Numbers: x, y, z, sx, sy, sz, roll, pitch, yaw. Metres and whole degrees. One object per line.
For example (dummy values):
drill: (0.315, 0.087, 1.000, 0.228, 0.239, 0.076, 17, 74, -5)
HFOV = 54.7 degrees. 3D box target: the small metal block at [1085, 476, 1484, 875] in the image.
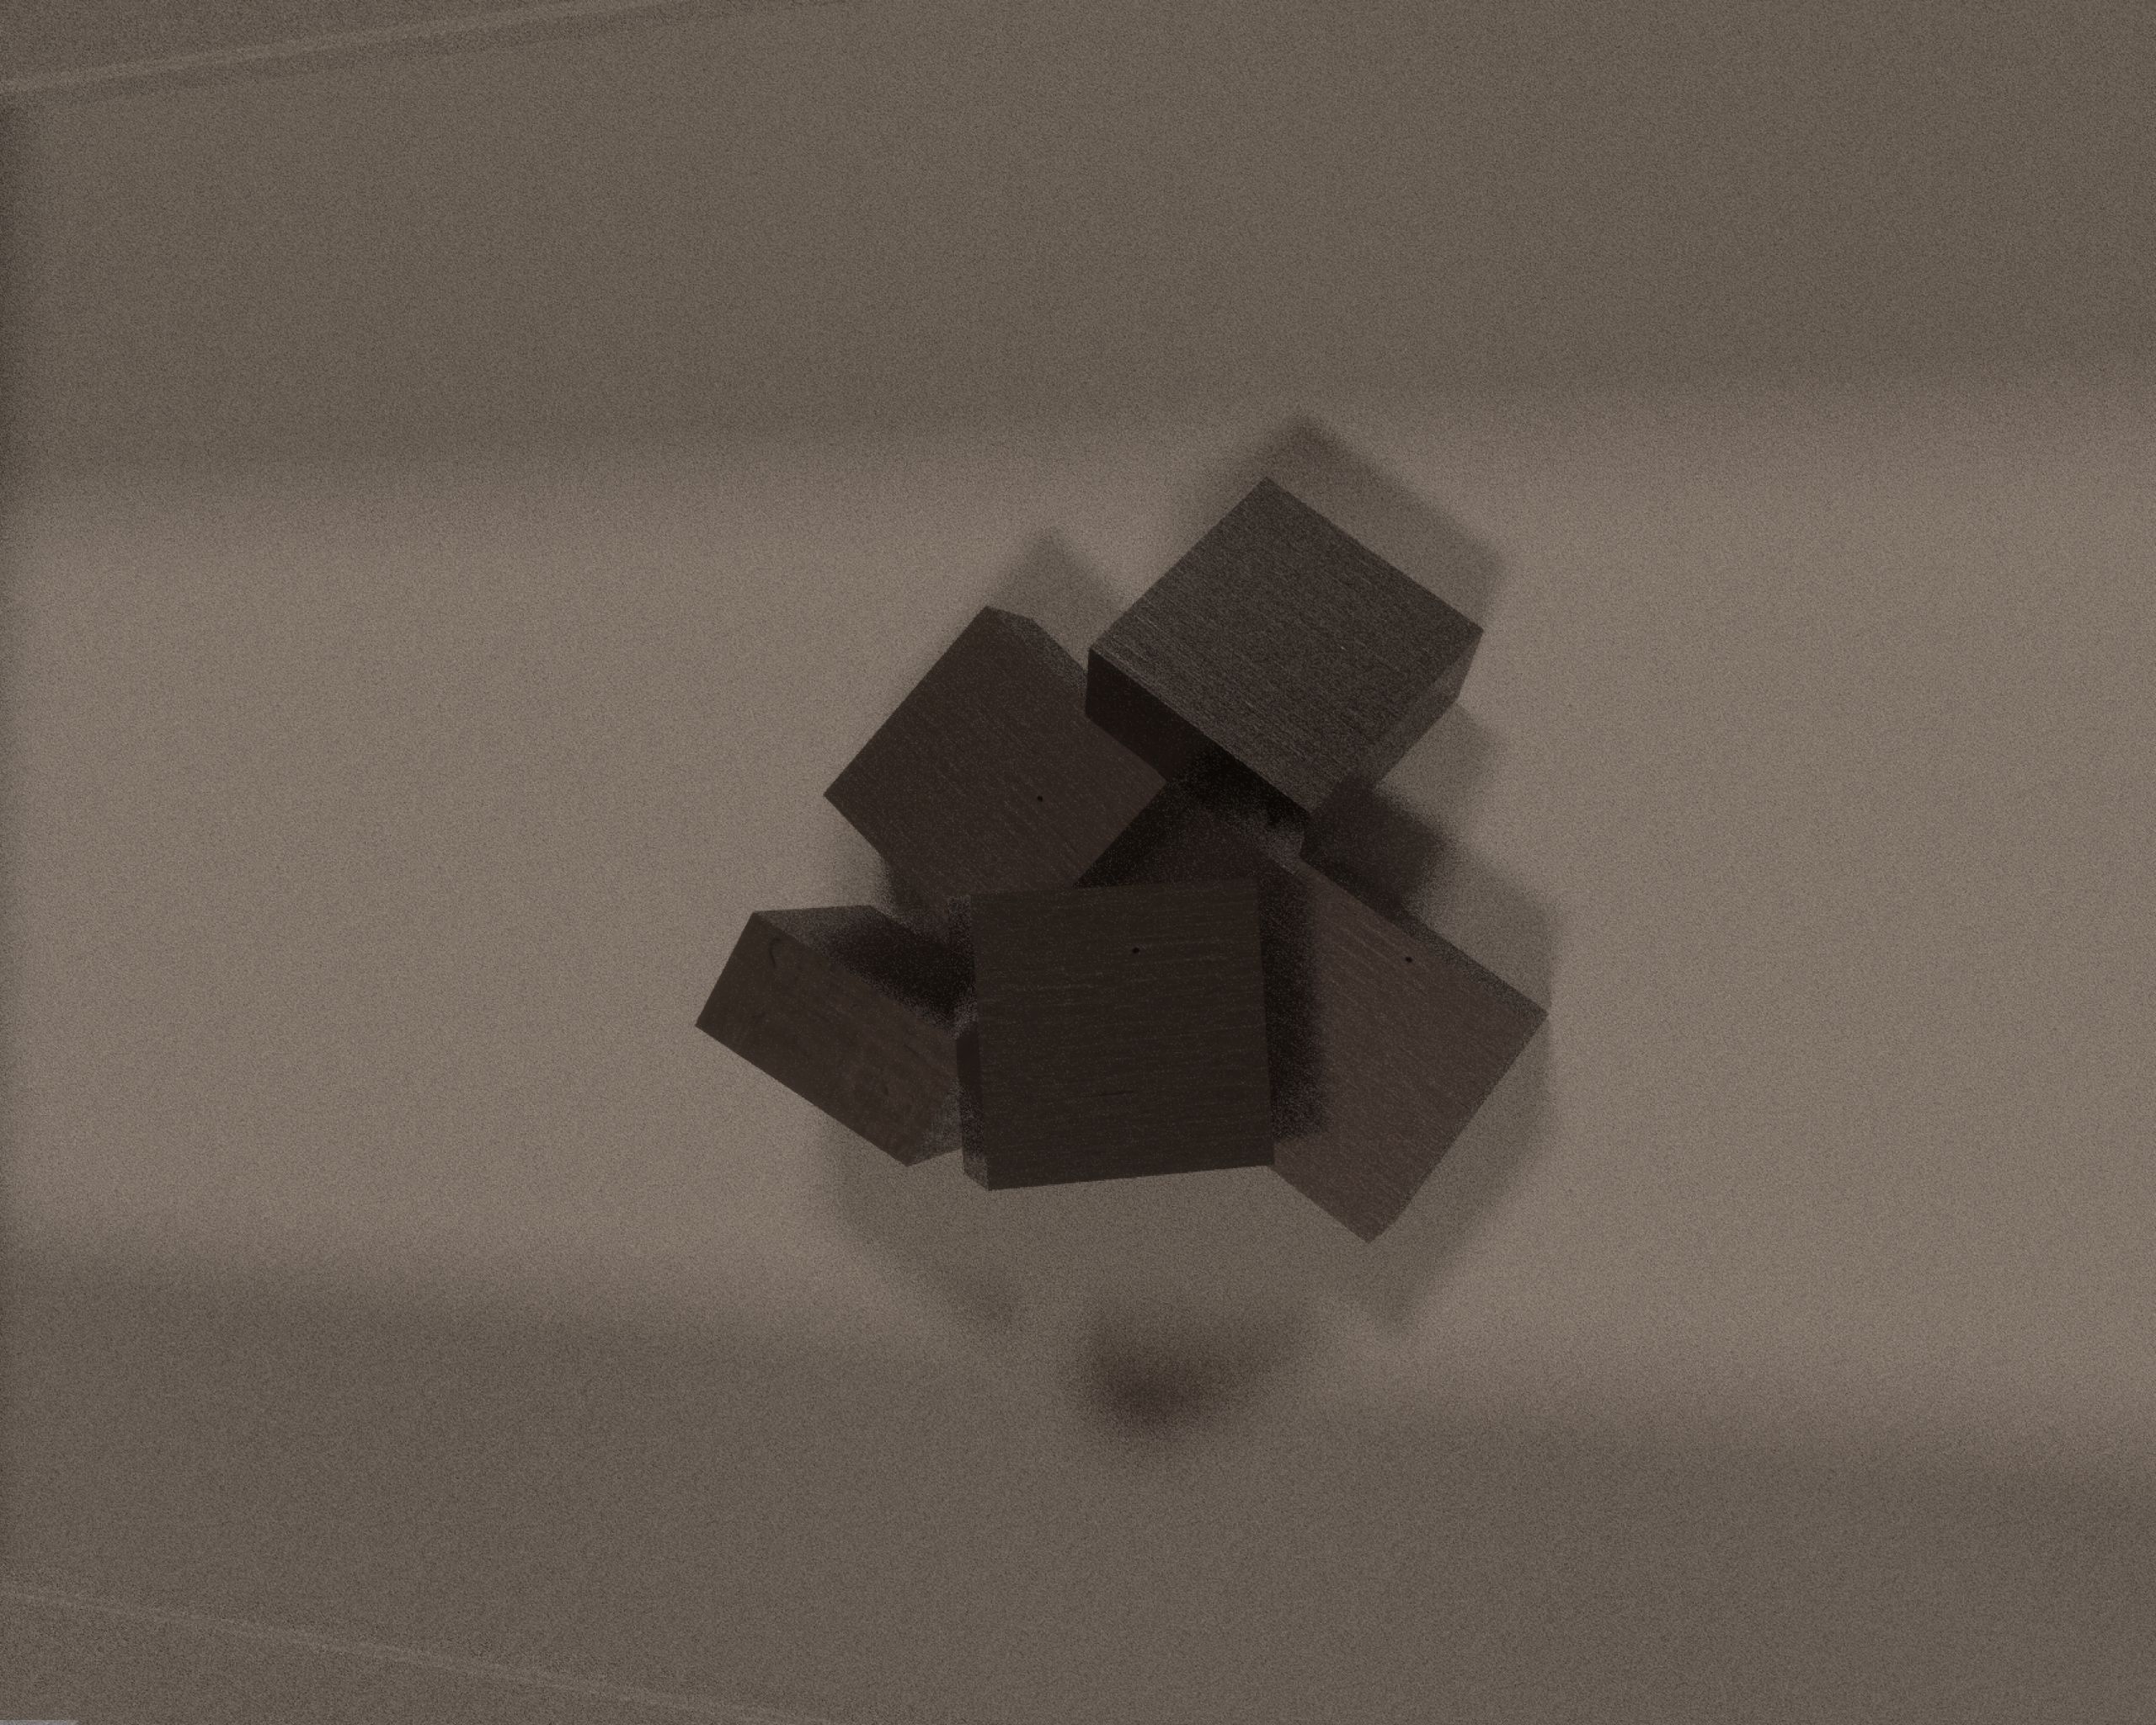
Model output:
small metal block: (0.037, -0.035, 0.383, 0.050, 0.025, 0.050, 39, 69, 15)

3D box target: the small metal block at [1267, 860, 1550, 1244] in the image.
small metal block: (0.051, 0.034, 0.390, 0.050, 0.025, 0.050, 37, 101, 16)

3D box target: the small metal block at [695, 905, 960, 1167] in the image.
small metal block: (-0.037, 0.032, 0.407, 0.050, 0.050, 0.025, 31, 100, 17)

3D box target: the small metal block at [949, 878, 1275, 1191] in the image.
small metal block: (0.005, 0.029, 0.368, 0.050, 0.025, 0.050, -3, 89, -13)

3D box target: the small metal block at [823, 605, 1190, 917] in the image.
small metal block: (-0.013, -0.014, 0.411, 0.050, 0.025, 0.050, 45, 104, 14)
